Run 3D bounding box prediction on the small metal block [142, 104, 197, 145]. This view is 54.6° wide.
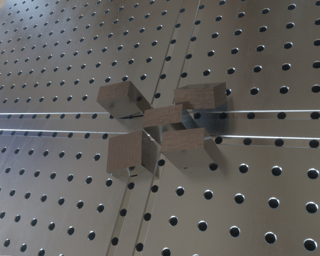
[{"bbox_3d":[0.013,-0.003,0.388,0.050,0.050,0.025,-8,59,24],"label":"small metal block"}]

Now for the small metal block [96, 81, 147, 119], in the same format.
[{"bbox_3d":[-0.054,-0.039,0.446,0.050,0.050,0.025,-7,59,24],"label":"small metal block"}]

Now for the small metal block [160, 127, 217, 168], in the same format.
[{"bbox_3d":[0.035,0.025,0.360,0.050,0.050,0.025,-7,59,25],"label":"small metal block"}]

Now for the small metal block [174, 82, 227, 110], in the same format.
[{"bbox_3d":[0.052,-0.040,0.388,0.050,0.050,0.025,0,104,28],"label":"small metal block"}]

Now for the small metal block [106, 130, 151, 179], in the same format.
[{"bbox_3d":[-0.041,0.035,0.409,0.050,0.025,0.050,-14,56,20],"label":"small metal block"}]
